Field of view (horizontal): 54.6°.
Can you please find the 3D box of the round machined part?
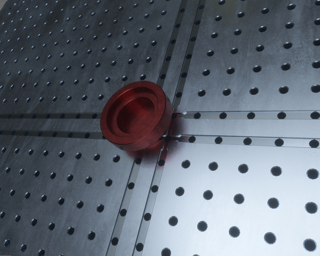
[{"bbox_3d":[-0.028,-0.013,0.421,0.098,0.042,0.098,-13,56,21],"label":"round machined part"}]
